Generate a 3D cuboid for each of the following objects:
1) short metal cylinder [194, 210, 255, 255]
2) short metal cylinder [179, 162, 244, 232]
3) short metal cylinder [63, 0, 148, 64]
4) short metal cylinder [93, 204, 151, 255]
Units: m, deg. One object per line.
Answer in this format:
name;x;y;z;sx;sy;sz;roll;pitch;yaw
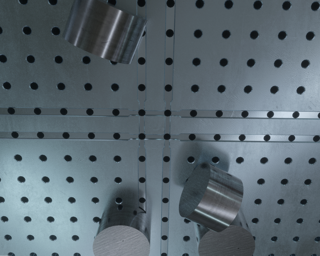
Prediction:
short metal cylinder;0.094;0.161;0.461;0.081;0.050;0.079;0;110;-1
short metal cylinder;0.068;0.093;0.419;0.050;0.080;0.080;27;108;-10
short metal cylinder;-0.060;-0.111;0.342;0.080;0.080;0.050;22;109;-8
short metal cylinder;-0.054;0.161;0.459;0.081;0.050;0.079;0;110;-1
